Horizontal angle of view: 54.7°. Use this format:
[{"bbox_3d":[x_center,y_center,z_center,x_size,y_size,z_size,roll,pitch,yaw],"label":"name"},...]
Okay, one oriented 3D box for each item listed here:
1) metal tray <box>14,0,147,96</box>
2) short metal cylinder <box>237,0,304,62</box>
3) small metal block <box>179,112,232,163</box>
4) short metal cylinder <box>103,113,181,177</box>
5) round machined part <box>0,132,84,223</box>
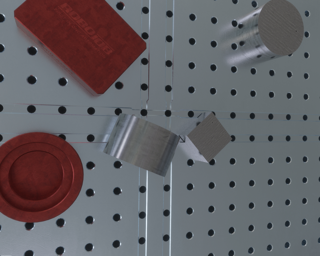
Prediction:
[{"bbox_3d":[-0.093,-0.114,0.376,0.130,0.030,0.090,44,76,-15],"label":"metal tray"},{"bbox_3d":[0.163,-0.142,0.459,0.081,0.050,0.079,0,90,-20],"label":"short metal cylinder"},{"bbox_3d":[0.065,0.013,0.437,0.050,0.025,0.050,-42,104,-15],"label":"small metal block"},{"bbox_3d":[-0.022,0.021,0.376,0.080,0.080,0.050,25,82,-19],"label":"short metal cylinder"},{"bbox_3d":[-0.140,0.053,0.352,0.099,0.042,0.097,0,90,-20],"label":"round machined part"}]
